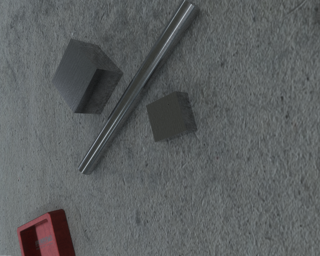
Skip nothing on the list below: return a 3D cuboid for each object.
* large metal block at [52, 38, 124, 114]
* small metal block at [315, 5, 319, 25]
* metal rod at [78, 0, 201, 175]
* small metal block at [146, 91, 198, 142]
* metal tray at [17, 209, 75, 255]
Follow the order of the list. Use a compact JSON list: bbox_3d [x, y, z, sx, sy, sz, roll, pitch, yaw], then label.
[{"bbox_3d":[-0.114,-0.078,0.480,0.080,0.050,0.080,49,118,28],"label":"large metal block"},{"bbox_3d":[0.170,-0.112,0.264,0.050,0.025,0.050,22,104,37],"label":"small metal block"},{"bbox_3d":[-0.041,-0.041,0.436,0.025,0.025,0.298,51,119,27],"label":"metal rod"},{"bbox_3d":[0.014,-0.013,0.392,0.050,0.025,0.050,-23,76,37],"label":"small metal block"},{"bbox_3d":[-0.215,0.212,0.575,0.130,0.030,0.090,-30,71,35],"label":"metal tray"}]
